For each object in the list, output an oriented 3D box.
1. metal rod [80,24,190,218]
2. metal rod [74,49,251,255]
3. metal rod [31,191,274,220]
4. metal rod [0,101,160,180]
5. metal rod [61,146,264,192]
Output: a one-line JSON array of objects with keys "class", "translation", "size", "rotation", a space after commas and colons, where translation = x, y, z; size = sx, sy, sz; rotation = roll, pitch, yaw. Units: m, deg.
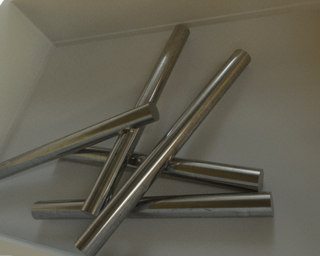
[{"class": "metal rod", "translation": [-0.021, -0.027, 0.408], "size": [0.025, 0.025, 0.300], "rotation": [7, 59, 31]}, {"class": "metal rod", "translation": [0.015, 0.016, 0.360], "size": [0.025, 0.025, 0.301], "rotation": [27, 68, 37]}, {"class": "metal rod", "translation": [-0.028, 0.093, 0.360], "size": [0.301, 0.025, 0.025], "rotation": [-8, 58, 23]}, {"class": "metal rod", "translation": [-0.137, 0.028, 0.425], "size": [0.300, 0.025, 0.025], "rotation": [-20, 54, 22]}, {"class": "metal rod", "translation": [-0.027, 0.043, 0.390], "size": [0.300, 0.025, 0.025], "rotation": [5, 64, 30]}]
